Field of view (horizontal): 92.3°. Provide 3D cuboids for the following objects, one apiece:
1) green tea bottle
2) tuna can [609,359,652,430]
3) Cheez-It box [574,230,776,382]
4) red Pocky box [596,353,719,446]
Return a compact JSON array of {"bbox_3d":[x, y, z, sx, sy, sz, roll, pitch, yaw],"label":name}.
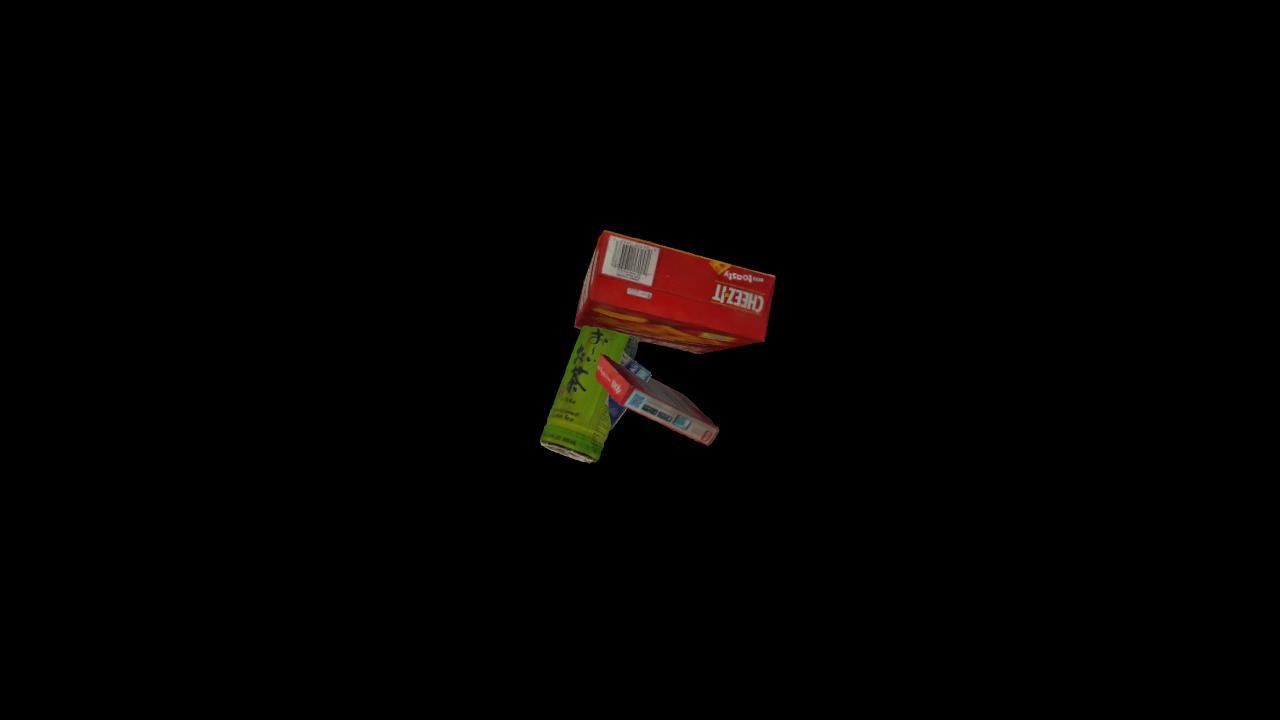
[{"bbox_3d":[-0.045,0.008,0.698,0.073,0.212,0.073,19,-17,6],"label":"green tea bottle"},{"bbox_3d":[-0.023,0.039,0.704,0.034,0.084,0.084,37,1,2],"label":"tuna can"},{"bbox_3d":[0.022,-0.058,0.646,0.166,0.071,0.223,13,-5,-9],"label":"Cheez-It box"},{"bbox_3d":[0.017,0.045,0.697,0.155,0.028,0.083,29,11,-40],"label":"red Pocky box"}]
